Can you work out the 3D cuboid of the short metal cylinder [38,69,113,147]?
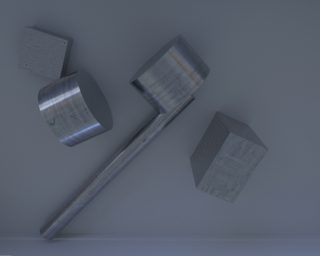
[{"bbox_3d":[-0.099,-0.024,0.372,0.050,0.080,0.080,-25,109,8],"label":"short metal cylinder"}]

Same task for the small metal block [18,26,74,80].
[{"bbox_3d":[-0.138,-0.091,0.376,0.050,0.025,0.050,17,109,-7],"label":"small metal block"}]

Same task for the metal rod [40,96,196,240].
[{"bbox_3d":[-0.067,0.056,0.431,0.025,0.025,0.299,42,104,-14],"label":"metal rod"}]

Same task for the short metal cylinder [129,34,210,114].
[{"bbox_3d":[0.011,-0.062,0.359,0.080,0.080,0.050,-40,106,13],"label":"short metal cylinder"}]

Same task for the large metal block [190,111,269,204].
[{"bbox_3d":[0.083,0.034,0.396,0.050,0.080,0.080,24,108,-9],"label":"large metal block"}]
